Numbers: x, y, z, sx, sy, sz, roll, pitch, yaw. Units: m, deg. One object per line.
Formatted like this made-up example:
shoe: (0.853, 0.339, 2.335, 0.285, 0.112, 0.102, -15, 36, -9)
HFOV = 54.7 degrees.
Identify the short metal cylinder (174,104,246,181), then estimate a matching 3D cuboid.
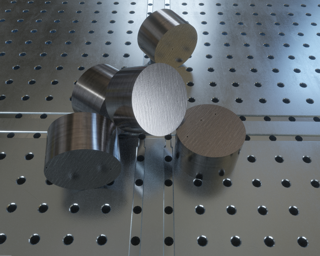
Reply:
short metal cylinder: (0.059, 0.017, 0.378, 0.081, 0.050, 0.080, 1, 50, 0)

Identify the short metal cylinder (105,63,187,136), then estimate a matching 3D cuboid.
short metal cylinder: (-0.015, -0.032, 0.356, 0.050, 0.080, 0.080, 6, 41, 48)

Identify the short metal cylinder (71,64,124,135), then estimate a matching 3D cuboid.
short metal cylinder: (-0.065, -0.036, 0.399, 0.050, 0.080, 0.080, 31, 56, 28)

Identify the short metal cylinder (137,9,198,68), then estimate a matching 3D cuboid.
short metal cylinder: (0.012, -0.139, 0.489, 0.081, 0.080, 0.050, -26, 55, -21)

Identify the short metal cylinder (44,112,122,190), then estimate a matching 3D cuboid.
short metal cylinder: (-0.086, 0.027, 0.348, 0.081, 0.080, 0.050, -7, 51, -6)
